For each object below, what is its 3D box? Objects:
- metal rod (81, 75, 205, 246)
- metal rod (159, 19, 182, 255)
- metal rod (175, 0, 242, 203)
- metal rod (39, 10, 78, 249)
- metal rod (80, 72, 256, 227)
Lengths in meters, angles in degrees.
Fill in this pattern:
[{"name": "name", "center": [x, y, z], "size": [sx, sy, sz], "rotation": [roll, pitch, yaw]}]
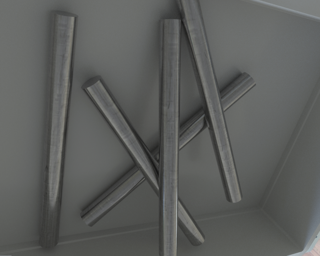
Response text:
[{"name": "metal rod", "center": [-0.008, 0.062, 0.409], "size": [0.025, 0.025, 0.299], "rotation": [-34, 120, -6]}, {"name": "metal rod", "center": [0.011, 0.025, 0.380], "size": [0.025, 0.025, 0.298], "rotation": [-7, 106, -25]}, {"name": "metal rod", "center": [0.071, -0.020, 0.404], "size": [0.025, 0.025, 0.298], "rotation": [-26, 118, -13]}, {"name": "metal rod", "center": [-0.120, 0.023, 0.356], "size": [0.025, 0.025, 0.298], "rotation": [-2, 119, -28]}, {"name": "metal rod", "center": [0.012, 0.029, 0.432], "size": [0.300, 0.025, 0.025], "rotation": [-41, 129, -1]}]
